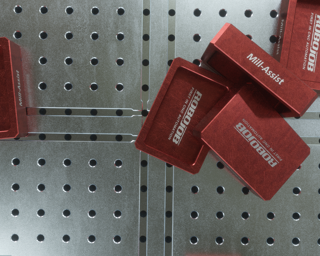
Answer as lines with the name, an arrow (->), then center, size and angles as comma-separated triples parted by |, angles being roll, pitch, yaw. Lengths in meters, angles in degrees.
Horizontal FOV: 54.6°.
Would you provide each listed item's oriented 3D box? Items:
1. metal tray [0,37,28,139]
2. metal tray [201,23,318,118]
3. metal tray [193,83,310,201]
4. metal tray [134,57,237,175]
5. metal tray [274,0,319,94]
metal tray -> -0.231, -0.048, 0.409 | 0.090, 0.030, 0.129 | -6, 90, 0
metal tray -> 0.115, -0.065, 0.381 | 0.130, 0.090, 0.030 | 39, 90, 0
metal tray -> 0.117, 0.017, 0.392 | 0.130, 0.030, 0.090 | 44, 85, -15
metal tray -> 0.034, -0.016, 0.410 | 0.090, 0.030, 0.130 | 25, 90, 0
metal tray -> 0.204, -0.114, 0.411 | 0.090, 0.030, 0.129 | 9, 90, 0
